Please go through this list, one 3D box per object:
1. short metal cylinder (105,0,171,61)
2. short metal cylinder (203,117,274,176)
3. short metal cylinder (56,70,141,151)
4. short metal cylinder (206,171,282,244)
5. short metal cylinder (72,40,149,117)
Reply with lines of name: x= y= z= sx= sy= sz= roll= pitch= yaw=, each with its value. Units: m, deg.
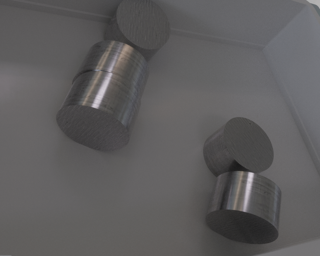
short metal cylinder: x=-0.032 y=-0.139 z=0.445 sx=0.081 sy=0.050 sz=0.080 roll=8 pitch=73 yaw=-25
short metal cylinder: x=0.107 y=0.032 z=0.428 sx=0.081 sy=0.050 sz=0.080 roll=14 pitch=56 yaw=-21
short metal cylinder: x=-0.066 y=-0.017 z=0.345 sx=0.080 sy=0.080 sz=0.050 roll=24 pitch=53 yaw=-14
short metal cylinder: x=0.099 y=0.095 z=0.366 sx=0.080 sy=0.080 sz=0.050 roll=30 pitch=52 yaw=-9
short metal cylinder: x=-0.058 y=-0.057 z=0.374 sx=0.080 sy=0.080 sz=0.050 roll=24 pitch=53 yaw=-14
